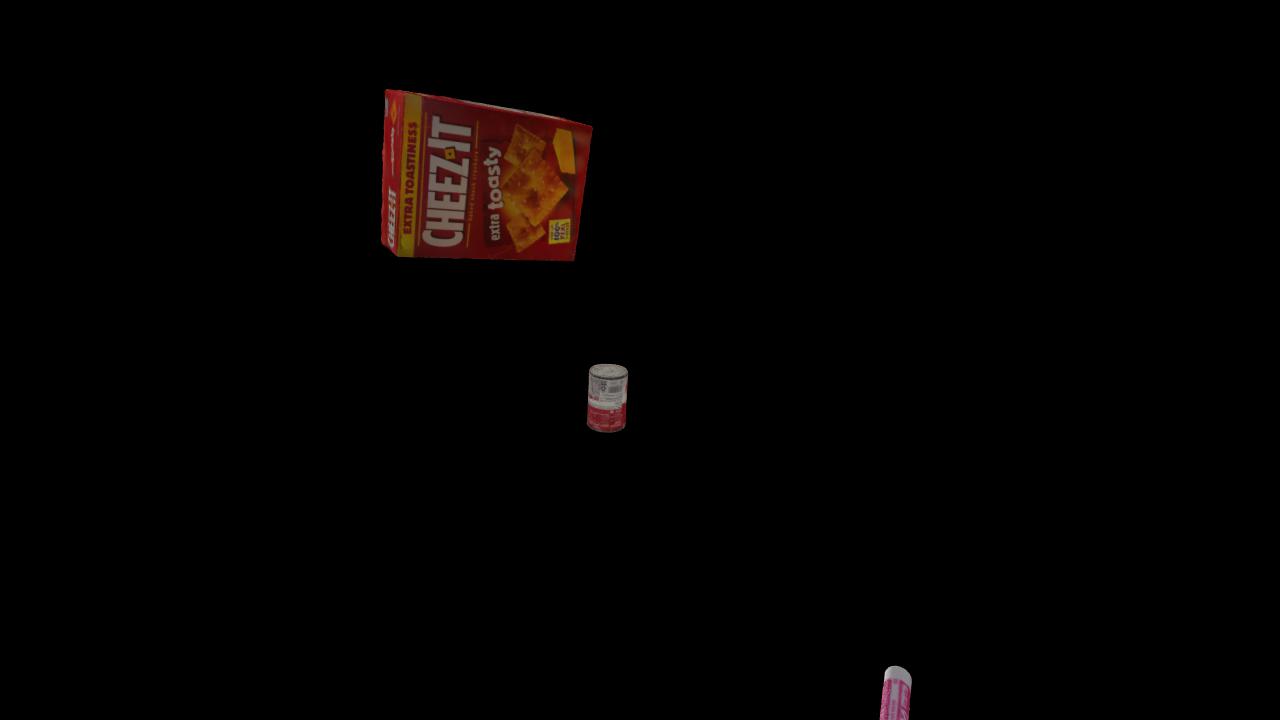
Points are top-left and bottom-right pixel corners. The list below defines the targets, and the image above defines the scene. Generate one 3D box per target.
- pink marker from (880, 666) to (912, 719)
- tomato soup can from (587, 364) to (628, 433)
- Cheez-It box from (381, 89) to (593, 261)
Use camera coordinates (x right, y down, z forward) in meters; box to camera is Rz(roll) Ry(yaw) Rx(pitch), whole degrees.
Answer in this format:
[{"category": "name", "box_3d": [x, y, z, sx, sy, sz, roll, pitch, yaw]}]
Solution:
[{"category": "pink marker", "box_3d": [0.167, 0.248, 0.408, 0.020, 0.020, 0.121, 0, 10, 26]}, {"category": "tomato soup can", "box_3d": [-0.056, 0.063, 1.043, 0.068, 0.101, 0.068, 3, 20, -1]}, {"category": "Cheez-It box", "box_3d": [-0.172, -0.202, 0.701, 0.223, 0.166, 0.071, -5, 26, -37]}]
